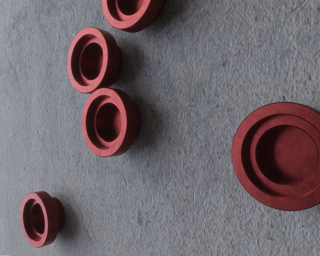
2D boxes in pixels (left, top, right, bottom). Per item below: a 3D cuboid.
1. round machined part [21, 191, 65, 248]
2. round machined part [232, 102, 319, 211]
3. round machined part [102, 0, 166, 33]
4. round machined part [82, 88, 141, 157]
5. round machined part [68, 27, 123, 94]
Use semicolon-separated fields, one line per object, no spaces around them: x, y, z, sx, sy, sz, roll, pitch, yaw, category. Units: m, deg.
-0.212;0.165;0.570;0.098;0.042;0.097;0;90;40;round machined part
0.122;0.025;0.293;0.098;0.042;0.097;0;90;40;round machined part
-0.030;-0.178;0.419;0.098;0.042;0.097;0;90;40;round machined part
-0.066;-0.008;0.449;0.098;0.042;0.097;0;90;40;round machined part
-0.095;-0.100;0.472;0.098;0.042;0.097;0;90;40;round machined part
